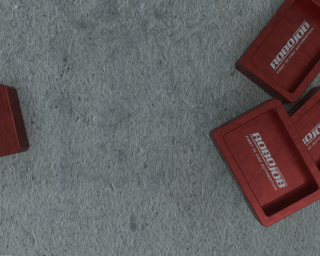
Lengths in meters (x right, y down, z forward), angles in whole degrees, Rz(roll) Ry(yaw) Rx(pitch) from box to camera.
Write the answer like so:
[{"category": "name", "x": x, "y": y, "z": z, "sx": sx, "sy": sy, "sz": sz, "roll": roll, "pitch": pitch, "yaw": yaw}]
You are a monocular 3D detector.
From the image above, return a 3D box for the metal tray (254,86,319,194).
[{"category": "metal tray", "x": 0.198, "y": 0.018, "z": 0.408, "sx": 0.130, "sy": 0.030, "sz": 0.090, "roll": -44, "pitch": 90, "yaw": 0}]

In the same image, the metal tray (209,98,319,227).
[{"category": "metal tray", "x": 0.131, "y": 0.041, "z": 0.377, "sx": 0.090, "sy": 0.030, "sz": 0.130, "roll": -29, "pitch": 90, "yaw": 0}]

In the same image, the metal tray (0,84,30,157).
[{"category": "metal tray", "x": -0.250, "y": 0.001, "z": 0.405, "sx": 0.131, "sy": 0.030, "sz": 0.089, "roll": -13, "pitch": 90, "yaw": 0}]

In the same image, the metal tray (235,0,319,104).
[{"category": "metal tray", "x": 0.175, "y": -0.107, "z": 0.408, "sx": 0.090, "sy": 0.030, "sz": 0.130, "roll": 38, "pitch": 90, "yaw": 0}]
